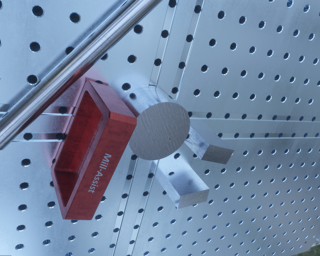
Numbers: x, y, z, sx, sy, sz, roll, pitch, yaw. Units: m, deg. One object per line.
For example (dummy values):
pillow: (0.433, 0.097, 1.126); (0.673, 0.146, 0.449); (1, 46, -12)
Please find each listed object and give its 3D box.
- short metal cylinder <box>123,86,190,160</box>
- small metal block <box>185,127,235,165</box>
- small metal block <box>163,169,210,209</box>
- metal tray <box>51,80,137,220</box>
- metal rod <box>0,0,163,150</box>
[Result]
short metal cylinder: (-0.010, -0.007, 0.387); (0.081, 0.050, 0.079); (-14, 125, -21)
small metal block: (0.071, 0.026, 0.452); (0.050, 0.050, 0.025); (14, 111, -34)
small metal block: (0.039, 0.093, 0.476); (0.050, 0.050, 0.025); (-8, 122, -25)
metal tray: (-0.079, 0.024, 0.341); (0.030, 0.090, 0.129); (14, 111, -35)
metal rod: (-0.064, -0.088, 0.322); (0.300, 0.025, 0.025); (-43, 130, 1)
